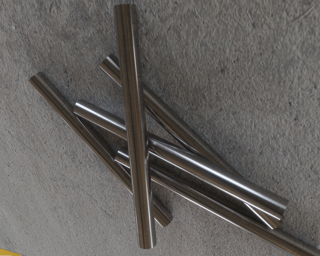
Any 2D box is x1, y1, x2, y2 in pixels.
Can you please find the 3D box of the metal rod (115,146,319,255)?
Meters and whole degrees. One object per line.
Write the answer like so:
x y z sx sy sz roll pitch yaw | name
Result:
0.071 0.104 0.433 0.301 0.025 0.025 27 128 11 | metal rod

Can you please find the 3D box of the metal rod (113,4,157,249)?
-0.028 0.009 0.378 0.025 0.025 0.298 2 105 27 | metal rod

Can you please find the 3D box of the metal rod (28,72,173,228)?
-0.086 0.037 0.475 0.300 0.025 0.025 49 129 -7 | metal rod

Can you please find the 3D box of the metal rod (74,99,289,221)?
0.009 0.030 0.393 0.300 0.025 0.025 26 128 22 | metal rod

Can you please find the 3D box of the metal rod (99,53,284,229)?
0.042 0.018 0.395 0.300 0.025 0.025 43 129 -2 | metal rod
